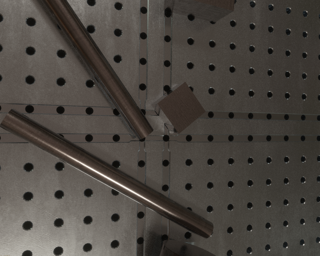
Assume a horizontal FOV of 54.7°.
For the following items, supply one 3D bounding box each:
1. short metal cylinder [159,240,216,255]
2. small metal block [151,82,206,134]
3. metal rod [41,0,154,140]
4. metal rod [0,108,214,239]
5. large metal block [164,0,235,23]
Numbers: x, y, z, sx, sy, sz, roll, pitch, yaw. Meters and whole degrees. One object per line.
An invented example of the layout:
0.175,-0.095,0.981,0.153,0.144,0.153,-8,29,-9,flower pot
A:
0.035,0.184,0.398,0.081,0.080,0.050,20,83,-19,short metal cylinder
0.025,-0.027,0.423,0.050,0.025,0.050,-39,103,-16,small metal block
-0.100,-0.113,0.375,0.025,0.025,0.299,-37,102,-16,metal rod
-0.053,0.067,0.393,0.301,0.025,0.025,33,79,-17,metal rod
0.055,-0.198,0.421,0.081,0.050,0.080,6,88,-20,large metal block
